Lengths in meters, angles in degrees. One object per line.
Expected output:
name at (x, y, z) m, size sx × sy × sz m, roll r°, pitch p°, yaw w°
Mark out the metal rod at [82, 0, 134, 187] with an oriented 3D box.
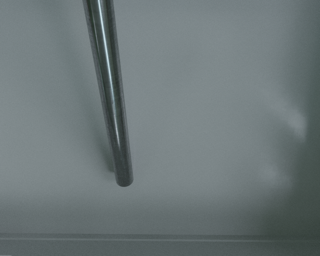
metal rod at (-0.051, -0.031, 0.333) m, size 0.025 × 0.025 × 0.298 m, roll 0°, pitch 136°, yaw 0°
